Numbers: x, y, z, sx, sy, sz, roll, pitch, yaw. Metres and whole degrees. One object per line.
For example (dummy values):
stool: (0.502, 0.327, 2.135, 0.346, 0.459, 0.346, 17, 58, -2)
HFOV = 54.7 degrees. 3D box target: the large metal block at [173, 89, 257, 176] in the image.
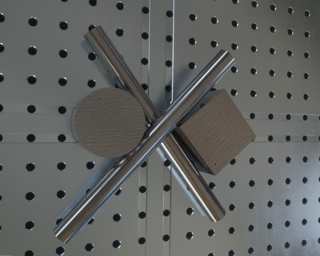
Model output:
large metal block: (0.068, 0.005, 0.420, 0.080, 0.050, 0.080, -40, 103, -16)

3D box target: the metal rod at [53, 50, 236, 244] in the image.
metal rod: (-0.015, 0.019, 0.381, 0.025, 0.025, 0.300, 44, 84, -15)

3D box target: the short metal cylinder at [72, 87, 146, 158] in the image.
short metal cylinder: (-0.063, -0.006, 0.372, 0.081, 0.050, 0.079, 0, 90, -20)

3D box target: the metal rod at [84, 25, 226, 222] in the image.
metal rod: (0.000, 0.003, 0.408, 0.025, 0.025, 0.299, -38, 102, -16)
